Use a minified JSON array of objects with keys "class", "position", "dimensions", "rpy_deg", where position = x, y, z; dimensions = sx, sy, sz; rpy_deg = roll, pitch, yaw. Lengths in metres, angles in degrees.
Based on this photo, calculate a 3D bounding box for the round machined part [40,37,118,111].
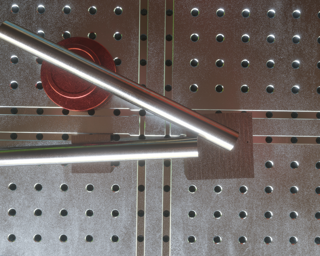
[{"class":"round machined part","position":[-0.107,-0.071,0.403],"dimensions":[0.099,0.042,0.097],"rpy_deg":[0,90,-1]}]

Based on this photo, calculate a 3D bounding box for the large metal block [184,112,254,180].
[{"class":"large metal block","position":[0.072,0.022,0.399],"dimensions":[0.081,0.050,0.079],"rpy_deg":[-2,90,-1]}]

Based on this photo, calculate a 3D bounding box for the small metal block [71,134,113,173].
[{"class":"small metal block","position":[-0.089,0.034,0.413],"dimensions":[0.050,0.025,0.050],"rpy_deg":[0,90,-1]}]

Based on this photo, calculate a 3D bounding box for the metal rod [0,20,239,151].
[{"class":"metal rod","position":[-0.049,-0.050,0.364],"dimensions":[0.301,0.025,0.025],"rpy_deg":[26,90,2]}]

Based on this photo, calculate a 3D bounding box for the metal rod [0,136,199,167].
[{"class":"metal rod","position":[-0.104,0.032,0.385],"dimensions":[0.301,0.025,0.025],"rpy_deg":[-4,90,10]}]
